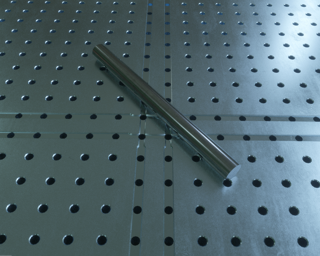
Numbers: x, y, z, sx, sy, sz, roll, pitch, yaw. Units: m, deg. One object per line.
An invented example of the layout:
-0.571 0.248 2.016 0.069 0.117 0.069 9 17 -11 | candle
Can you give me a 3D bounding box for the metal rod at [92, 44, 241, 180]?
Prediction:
-0.007 -0.038 0.439 0.025 0.025 0.300 -31 57 -24 | metal rod
